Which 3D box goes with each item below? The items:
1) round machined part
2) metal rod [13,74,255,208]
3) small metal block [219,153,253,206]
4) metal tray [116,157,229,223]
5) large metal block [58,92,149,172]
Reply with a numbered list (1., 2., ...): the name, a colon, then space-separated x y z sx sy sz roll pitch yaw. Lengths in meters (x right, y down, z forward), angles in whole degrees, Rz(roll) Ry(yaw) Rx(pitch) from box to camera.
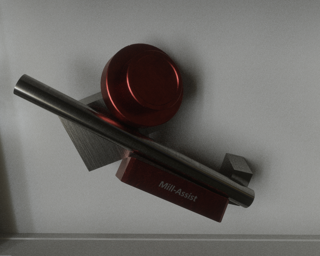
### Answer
1. round machined part: -0.014 -0.050 0.354 0.099 0.042 0.097 4 82 -28
2. metal rod: -0.020 0.021 0.362 0.301 0.025 0.025 27 108 -10
3. small metal block: 0.099 0.069 0.423 0.025 0.050 0.050 14 110 -5
4. metal tray: 0.011 0.076 0.400 0.131 0.090 0.030 25 81 -10
5. large metal block: -0.067 -0.002 0.394 0.080 0.050 0.080 -21 109 7
